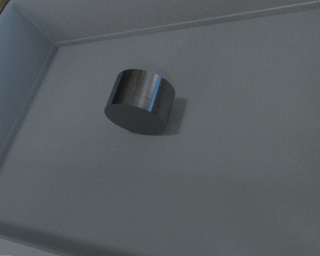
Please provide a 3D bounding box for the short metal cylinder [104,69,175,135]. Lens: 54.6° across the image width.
[{"bbox_3d":[-0.025,-0.031,0.400,0.080,0.080,0.050,2,63,29],"label":"short metal cylinder"}]
